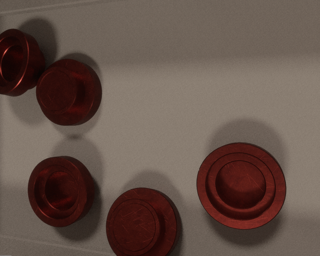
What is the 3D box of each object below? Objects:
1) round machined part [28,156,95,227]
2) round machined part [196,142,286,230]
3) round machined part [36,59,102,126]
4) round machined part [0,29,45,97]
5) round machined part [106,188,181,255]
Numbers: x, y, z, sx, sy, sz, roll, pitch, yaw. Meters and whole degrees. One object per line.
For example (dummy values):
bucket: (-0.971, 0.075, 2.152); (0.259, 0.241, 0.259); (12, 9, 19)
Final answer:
round machined part: (-0.137, 0.089, 0.448); (0.098, 0.042, 0.097); (0, 90, 19)
round machined part: (0.096, 0.065, 0.367); (0.098, 0.042, 0.097); (0, 90, 19)
round machined part: (-0.138, -0.052, 0.449); (0.098, 0.042, 0.097); (0, 90, 19)
round machined part: (-0.213, -0.095, 0.468); (0.098, 0.042, 0.097); (-4, 82, 29)
round machined part: (-0.026, 0.126, 0.398); (0.098, 0.042, 0.098); (-5, 74, 17)
